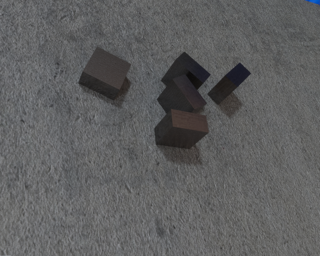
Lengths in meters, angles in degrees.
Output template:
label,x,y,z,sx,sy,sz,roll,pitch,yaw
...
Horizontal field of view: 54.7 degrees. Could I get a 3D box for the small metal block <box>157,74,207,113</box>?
label,x,y,z,sx,sy,sz,roll,pitch,yaw
small metal block,0.029,-0.037,0.425,0.025,0.050,0.050,-27,76,-37

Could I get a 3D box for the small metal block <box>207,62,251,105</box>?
label,x,y,z,sx,sy,sz,roll,pitch,yaw
small metal block,0.109,-0.070,0.489,0.025,0.050,0.050,46,51,3

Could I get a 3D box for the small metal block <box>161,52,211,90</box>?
label,x,y,z,sx,sy,sz,roll,pitch,yaw
small metal block,0.037,-0.074,0.452,0.050,0.050,0.025,41,51,0

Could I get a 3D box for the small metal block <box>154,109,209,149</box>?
label,x,y,z,sx,sy,sz,roll,pitch,yaw
small metal block,0.027,0.003,0.400,0.050,0.050,0.025,9,58,-23

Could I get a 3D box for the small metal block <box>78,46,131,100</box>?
label,x,y,z,sx,sy,sz,roll,pitch,yaw
small metal block,-0.072,-0.072,0.409,0.050,0.025,0.050,26,53,-12
